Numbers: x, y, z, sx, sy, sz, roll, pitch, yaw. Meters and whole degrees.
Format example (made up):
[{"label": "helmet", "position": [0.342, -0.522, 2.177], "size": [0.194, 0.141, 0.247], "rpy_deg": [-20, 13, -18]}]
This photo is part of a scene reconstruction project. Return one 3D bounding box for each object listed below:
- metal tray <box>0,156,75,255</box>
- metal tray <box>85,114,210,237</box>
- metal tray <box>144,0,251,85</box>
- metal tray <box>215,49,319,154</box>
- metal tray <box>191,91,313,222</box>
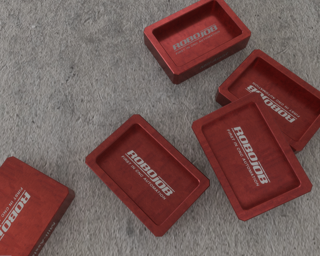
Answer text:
[{"label": "metal tray", "position": [-0.175, 0.110, 0.364], "size": [0.090, 0.030, 0.130], "rpy_deg": [27, 72, 9]}, {"label": "metal tray", "position": [-0.016, 0.057, 0.384], "size": [0.130, 0.030, 0.090], "rpy_deg": [43, 75, 14]}, {"label": "metal tray", "position": [0.053, -0.132, 0.453], "size": [0.131, 0.030, 0.090], "rpy_deg": [-30, 73, -11]}, {"label": "metal tray", "position": [0.153, -0.036, 0.419], "size": [0.130, 0.030, 0.090], "rpy_deg": [40, 75, 13]}, {"label": "metal tray", "position": [0.107, 0.033, 0.374], "size": [0.090, 0.030, 0.130], "rpy_deg": [-27, 78, 6]}]
